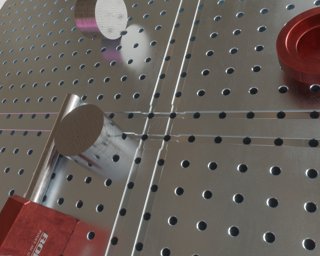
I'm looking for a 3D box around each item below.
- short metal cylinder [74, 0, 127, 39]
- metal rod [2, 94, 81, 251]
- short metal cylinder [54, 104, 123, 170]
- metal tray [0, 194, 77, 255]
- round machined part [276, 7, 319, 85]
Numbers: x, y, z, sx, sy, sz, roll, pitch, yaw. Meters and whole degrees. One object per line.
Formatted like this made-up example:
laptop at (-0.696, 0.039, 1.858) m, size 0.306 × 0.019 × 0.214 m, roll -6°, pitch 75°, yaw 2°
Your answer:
short metal cylinder at (-0.103, -0.199, 0.550) m, size 0.050 × 0.080 × 0.080 m, roll 12°, pitch 68°, yaw 33°
metal rod at (-0.176, 0.081, 0.450) m, size 0.025 × 0.025 × 0.300 m, roll -1°, pitch 61°, yaw 28°
short metal cylinder at (-0.099, 0.013, 0.436) m, size 0.080 × 0.050 × 0.080 m, roll -13°, pitch 56°, yaw 21°
metal tray at (-0.162, 0.153, 0.357) m, size 0.030 × 0.090 × 0.130 m, roll 10°, pitch 67°, yaw 32°
round machined part at (0.187, -0.089, 0.354) m, size 0.098 × 0.042 × 0.098 m, roll -13°, pitch 56°, yaw 21°
